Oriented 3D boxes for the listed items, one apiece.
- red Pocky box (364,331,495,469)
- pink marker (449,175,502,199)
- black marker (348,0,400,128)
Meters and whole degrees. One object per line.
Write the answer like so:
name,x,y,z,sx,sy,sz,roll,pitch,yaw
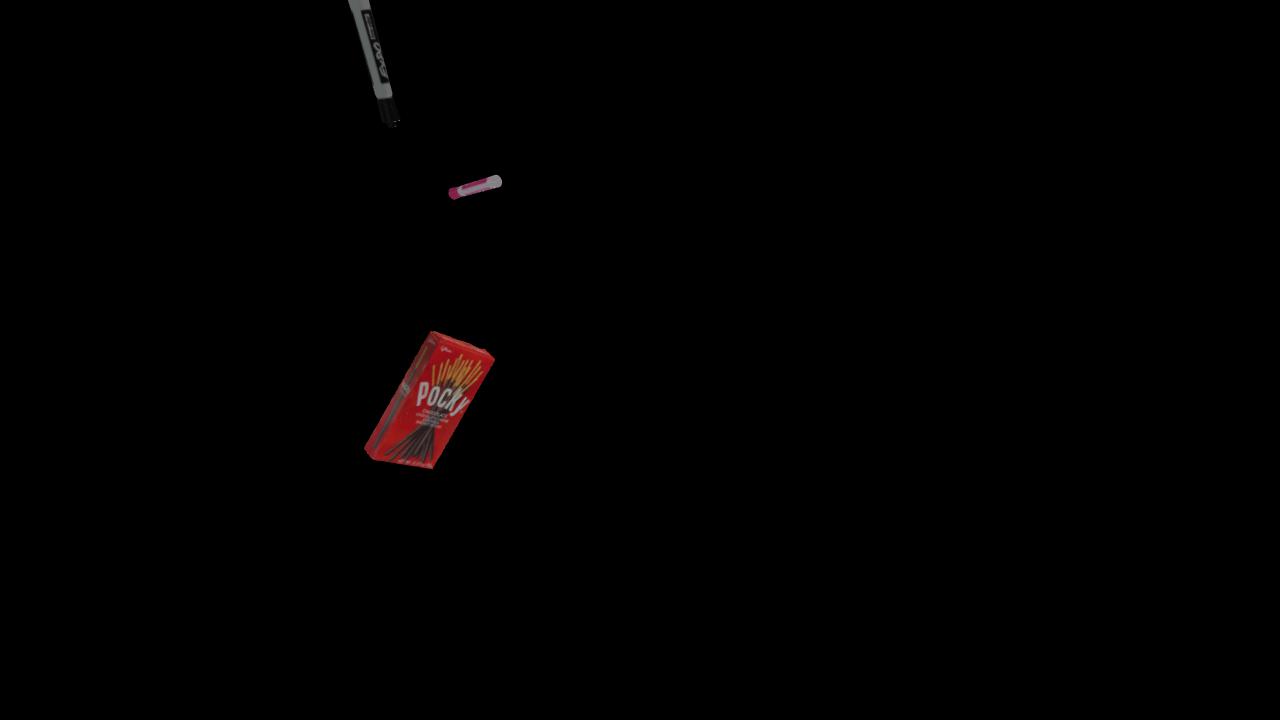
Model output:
red Pocky box,-0.236,0.049,0.695,0.028,0.155,0.083,34,5,38
pink marker,-0.265,-0.274,0.978,0.121,0.020,0.020,0,0,39
black marker,-0.262,-0.294,0.609,0.020,0.121,0.020,-4,29,2
